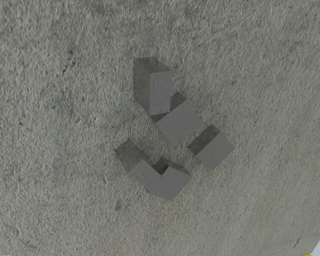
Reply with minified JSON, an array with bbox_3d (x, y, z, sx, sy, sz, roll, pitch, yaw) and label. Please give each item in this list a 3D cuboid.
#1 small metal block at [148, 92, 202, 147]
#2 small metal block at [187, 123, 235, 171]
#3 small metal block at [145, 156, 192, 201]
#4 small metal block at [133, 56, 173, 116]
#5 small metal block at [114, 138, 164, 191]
[{"bbox_3d":[0.020,-0.011,0.411,0.050,0.025,0.050,-37,129,-3],"label":"small metal block"},{"bbox_3d":[0.078,0.030,0.468,0.050,0.025,0.050,-45,129,3],"label":"small metal block"},{"bbox_3d":[0.010,0.076,0.460,0.050,0.025,0.050,28,103,-38],"label":"small metal block"},{"bbox_3d":[-0.010,-0.049,0.355,0.025,0.050,0.050,-11,123,-22],"label":"small metal block"},{"bbox_3d":[-0.027,0.048,0.405,0.025,0.050,0.050,-42,130,1],"label":"small metal block"}]
